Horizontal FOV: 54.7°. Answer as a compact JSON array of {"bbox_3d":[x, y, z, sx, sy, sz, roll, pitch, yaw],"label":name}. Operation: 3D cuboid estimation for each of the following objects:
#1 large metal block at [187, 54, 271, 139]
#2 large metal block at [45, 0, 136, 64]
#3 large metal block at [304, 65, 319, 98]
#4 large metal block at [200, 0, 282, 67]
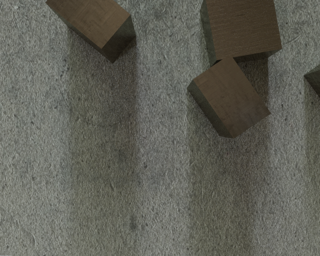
[{"bbox_3d":[0.080,-0.035,0.383,0.050,0.080,0.080,-34,90,0],"label":"large metal block"},{"bbox_3d":[-0.079,-0.132,0.382,0.080,0.080,0.050,40,90,0],"label":"large metal block"},{"bbox_3d":[0.253,-0.062,0.399,0.080,0.050,0.080,-35,90,0],"label":"large metal block"},{"bbox_3d":[0.101,-0.128,0.398,0.080,0.050,0.080,-10,90,0],"label":"large metal block"}]
